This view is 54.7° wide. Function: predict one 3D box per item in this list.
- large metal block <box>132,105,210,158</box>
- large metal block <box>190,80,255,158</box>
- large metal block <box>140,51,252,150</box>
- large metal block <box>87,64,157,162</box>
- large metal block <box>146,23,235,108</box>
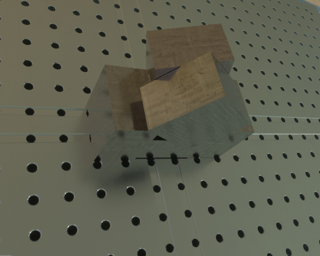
[{"bbox_3d":[0.007,-0.008,0.400,0.081,0.050,0.080,3,61,-27],"label":"large metal block"},{"bbox_3d":[0.071,-0.012,0.420,0.050,0.080,0.080,4,60,-27],"label":"large metal block"},{"bbox_3d":[0.039,-0.023,0.323,0.080,0.080,0.050,30,42,-54],"label":"large metal block"},{"bbox_3d":[-0.046,-0.014,0.358,0.050,0.080,0.080,2,61,-28],"label":"large metal block"},{"bbox_3d":[0.028,-0.066,0.348,0.081,0.080,0.050,-8,64,-7],"label":"large metal block"}]
